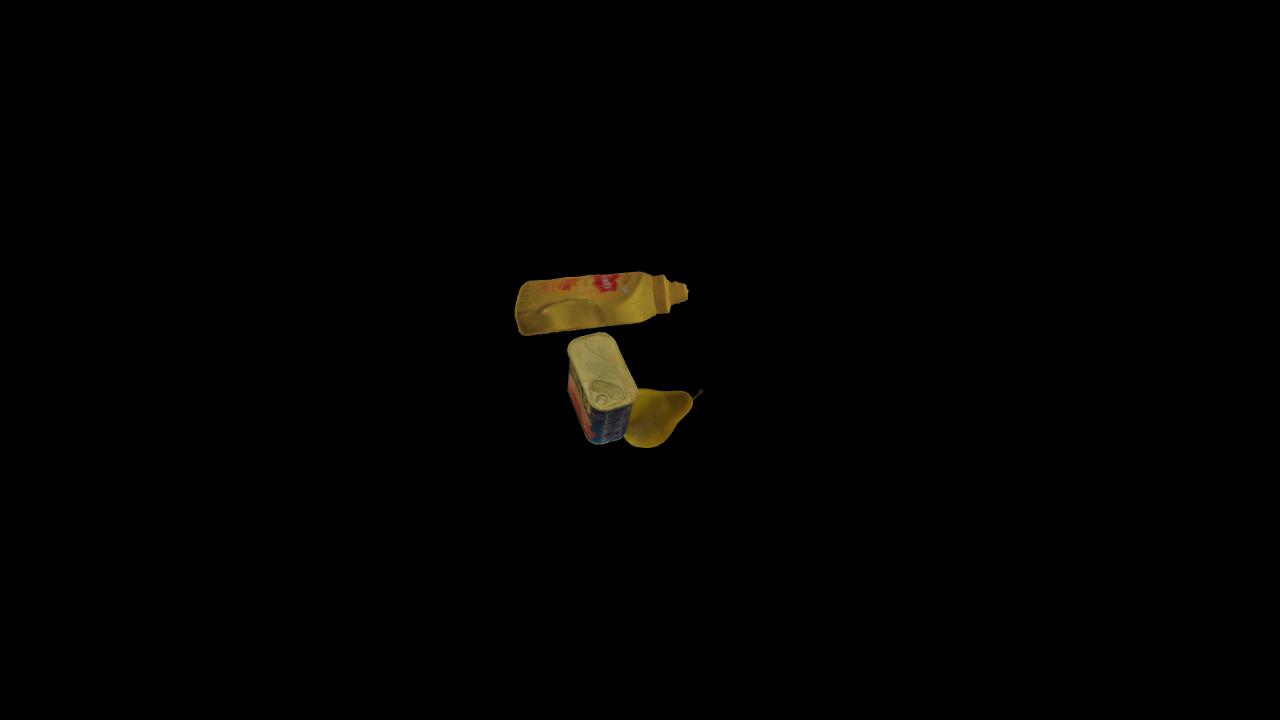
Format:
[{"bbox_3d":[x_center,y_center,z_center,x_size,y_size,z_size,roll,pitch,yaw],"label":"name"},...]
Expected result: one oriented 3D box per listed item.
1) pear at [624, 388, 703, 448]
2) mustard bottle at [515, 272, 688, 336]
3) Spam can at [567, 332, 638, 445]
[{"bbox_3d":[0.029,0.064,0.754,0.111,0.080,0.080,-17,0,1],"label":"pear"},{"bbox_3d":[-0.038,-0.066,0.678,0.184,0.054,0.092,-5,22,7],"label":"mustard bottle"},{"bbox_3d":[-0.046,0.035,0.707,0.058,0.101,0.085,-14,-32,-18],"label":"Spam can"}]
